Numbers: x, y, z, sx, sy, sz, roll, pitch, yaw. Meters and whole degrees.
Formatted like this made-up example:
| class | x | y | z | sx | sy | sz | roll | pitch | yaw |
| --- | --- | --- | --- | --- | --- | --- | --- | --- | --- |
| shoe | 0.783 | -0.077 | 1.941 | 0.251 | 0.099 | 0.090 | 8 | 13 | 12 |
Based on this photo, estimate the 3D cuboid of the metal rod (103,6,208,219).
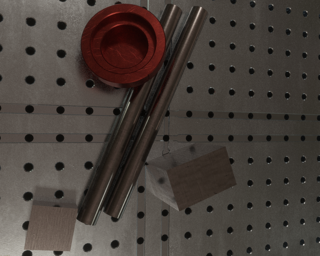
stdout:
| class | x | y | z | sx | sy | sz | roll | pitch | yaw |
| --- | --- | --- | --- | --- | --- | --- | --- | --- | --- |
| metal rod | -0.002 | -0.027 | 0.412 | 0.025 | 0.025 | 0.299 | 26 | 81 | -19 |

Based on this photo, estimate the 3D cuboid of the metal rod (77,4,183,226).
| class | x | y | z | sx | sy | sz | roll | pitch | yaw |
| --- | --- | --- | --- | --- | --- | --- | --- | --- | --- |
| metal rod | -0.036 | -0.023 | 0.400 | 0.025 | 0.025 | 0.299 | 24 | 82 | -19 |

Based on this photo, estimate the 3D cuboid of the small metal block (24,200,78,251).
| class | x | y | z | sx | sy | sz | roll | pitch | yaw |
| --- | --- | --- | --- | --- | --- | --- | --- | --- | --- |
| small metal block | -0.128 | 0.115 | 0.366 | 0.050 | 0.025 | 0.050 | 11 | 86 | -20 |

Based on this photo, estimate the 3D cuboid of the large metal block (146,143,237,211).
| class | x | y | z | sx | sy | sz | roll | pitch | yaw |
| --- | --- | --- | --- | --- | --- | --- | --- | --- | --- |
| large metal block | 0.036 | 0.058 | 0.398 | 0.081 | 0.080 | 0.050 | -20 | 97 | -19 |

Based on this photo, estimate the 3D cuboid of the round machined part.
| class | x | y | z | sx | sy | sz | roll | pitch | yaw |
| --- | --- | --- | --- | --- | --- | --- | --- | --- | --- |
| round machined part | -0.042 | -0.095 | 0.377 | 0.099 | 0.042 | 0.097 | 0 | 81 | 1 |
